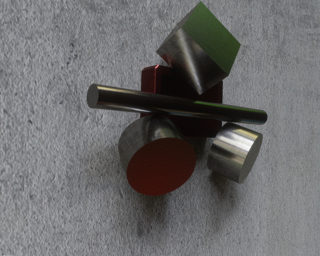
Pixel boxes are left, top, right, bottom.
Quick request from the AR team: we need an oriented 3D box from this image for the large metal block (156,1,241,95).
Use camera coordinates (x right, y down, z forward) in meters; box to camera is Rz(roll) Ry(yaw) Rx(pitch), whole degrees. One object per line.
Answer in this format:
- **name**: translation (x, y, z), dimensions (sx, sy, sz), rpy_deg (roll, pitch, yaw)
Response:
- **large metal block**: translation (0.053, -0.105, 0.406), dimensions (0.080, 0.050, 0.080), rpy_deg (42, 47, -14)

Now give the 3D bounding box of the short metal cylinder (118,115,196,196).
- **short metal cylinder**: translation (-0.005, 0.032, 0.362), dimensions (0.081, 0.050, 0.079), rpy_deg (-9, 123, -15)

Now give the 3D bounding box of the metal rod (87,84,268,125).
- **metal rod**: translation (0.048, -0.025, 0.407), dimensions (0.302, 0.025, 0.025), rpy_deg (4, 88, -40)

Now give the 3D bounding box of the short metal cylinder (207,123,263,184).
- **short metal cylinder**: translation (0.113, 0.036, 0.463), dimensions (0.080, 0.050, 0.079), rpy_deg (-41, 144, -39)

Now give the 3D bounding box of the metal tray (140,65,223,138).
- **metal tray**: translation (0.034, -0.032, 0.431), dimensions (0.131, 0.030, 0.089), rpy_deg (2, 89, -40)
